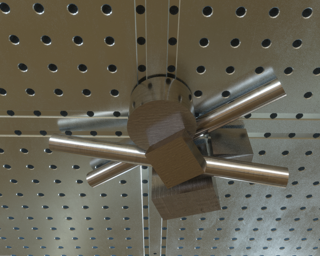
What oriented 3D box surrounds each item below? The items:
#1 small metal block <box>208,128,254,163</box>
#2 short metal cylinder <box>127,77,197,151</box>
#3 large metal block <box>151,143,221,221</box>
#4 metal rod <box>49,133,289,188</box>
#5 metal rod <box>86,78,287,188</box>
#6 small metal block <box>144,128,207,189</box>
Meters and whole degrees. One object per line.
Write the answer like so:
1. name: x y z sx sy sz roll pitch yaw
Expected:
1. small metal block: 0.092 0.026 0.414 0.050 0.050 0.025 1 130 0
2. short metal cylinder: 0.002 -0.015 0.377 0.081 0.050 0.079 0 129 0
3. large metal block: 0.035 0.074 0.433 0.080 0.080 0.050 -14 129 11
4. metal rod: 0.003 0.039 0.394 0.301 0.025 0.025 8 131 10
5. metal rod: 0.021 0.015 0.421 0.300 0.025 0.025 -27 125 21
6. small metal block: 0.019 0.036 0.361 0.050 0.025 0.050 -28 102 22
